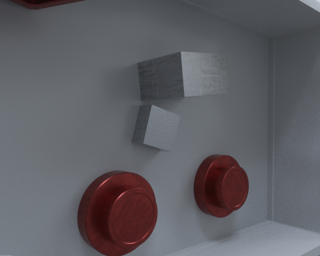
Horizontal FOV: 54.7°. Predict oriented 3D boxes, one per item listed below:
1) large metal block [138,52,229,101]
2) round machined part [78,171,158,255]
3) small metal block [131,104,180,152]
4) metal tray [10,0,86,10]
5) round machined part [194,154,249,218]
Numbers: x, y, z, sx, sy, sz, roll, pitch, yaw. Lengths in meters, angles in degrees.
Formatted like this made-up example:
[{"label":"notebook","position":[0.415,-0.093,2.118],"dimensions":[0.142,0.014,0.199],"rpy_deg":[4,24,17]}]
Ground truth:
[{"label":"large metal block","position":[0.030,-0.064,0.398],"dimensions":[0.081,0.080,0.050],"rpy_deg":[-9,96,-40]},{"label":"round machined part","position":[-0.042,0.101,0.363],"dimensions":[0.099,0.042,0.097],"rpy_deg":[0,90,-40]},{"label":"small metal block","position":[-0.005,0.001,0.405],"dimensions":[0.050,0.025,0.050],"rpy_deg":[20,78,-39]},{"label":"metal tray","position":[-0.113,-0.133,0.237],"dimensions":[0.131,0.090,0.030],"rpy_deg":[-3,93,-67]},{"label":"round machined part","position":[0.102,0.091,0.484],"dimensions":[0.099,0.042,0.097],"rpy_deg":[0,90,-40]}]
